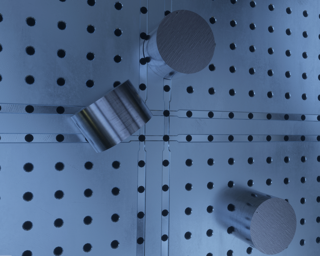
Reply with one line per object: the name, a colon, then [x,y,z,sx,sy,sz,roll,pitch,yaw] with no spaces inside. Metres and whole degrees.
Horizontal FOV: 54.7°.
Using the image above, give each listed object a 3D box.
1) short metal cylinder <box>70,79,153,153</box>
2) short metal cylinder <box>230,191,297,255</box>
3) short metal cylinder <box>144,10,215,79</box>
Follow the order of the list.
short metal cylinder: [-0.056,-0.015,0.363,0.080,0.080,0.050,-37,102,-16]
short metal cylinder: [0.151,0.138,0.457,0.081,0.050,0.079,0,90,-21]
short metal cylinder: [0.025,-0.108,0.409,0.081,0.050,0.079,0,90,-21]
